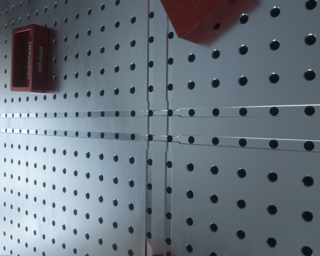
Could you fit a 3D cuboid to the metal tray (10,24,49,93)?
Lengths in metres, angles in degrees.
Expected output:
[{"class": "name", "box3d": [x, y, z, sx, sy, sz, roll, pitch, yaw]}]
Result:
[{"class": "metal tray", "box3d": [-0.265, -0.137, 0.627, 0.090, 0.030, 0.129, 6, 94, 40]}]

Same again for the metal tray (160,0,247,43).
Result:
[{"class": "metal tray", "box3d": [0.039, -0.182, 0.374, 0.090, 0.030, 0.130, -35, 68, 34]}]
